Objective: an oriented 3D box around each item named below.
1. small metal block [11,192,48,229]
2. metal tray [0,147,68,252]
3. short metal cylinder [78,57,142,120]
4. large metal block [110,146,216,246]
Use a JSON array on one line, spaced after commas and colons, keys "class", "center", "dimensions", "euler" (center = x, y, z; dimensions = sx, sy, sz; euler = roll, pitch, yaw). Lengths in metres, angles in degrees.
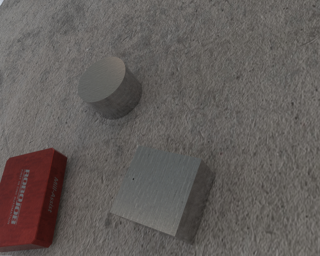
[{"class": "small metal block", "center": [-0.177, 0.114, 0.426], "dimensions": [0.050, 0.025, 0.050], "euler": [-13, 56, 21]}, {"class": "metal tray", "center": [-0.183, 0.098, 0.427], "dimensions": [0.090, 0.030, 0.130], "euler": [-13, 56, 21]}, {"class": "short metal cylinder", "center": [-0.074, -0.059, 0.463], "dimensions": [0.080, 0.050, 0.080], "euler": [-13, 56, 21]}, {"class": "large metal block", "center": [0.005, 0.072, 0.341], "dimensions": [0.080, 0.050, 0.080], "euler": [9, 66, 32]}]
